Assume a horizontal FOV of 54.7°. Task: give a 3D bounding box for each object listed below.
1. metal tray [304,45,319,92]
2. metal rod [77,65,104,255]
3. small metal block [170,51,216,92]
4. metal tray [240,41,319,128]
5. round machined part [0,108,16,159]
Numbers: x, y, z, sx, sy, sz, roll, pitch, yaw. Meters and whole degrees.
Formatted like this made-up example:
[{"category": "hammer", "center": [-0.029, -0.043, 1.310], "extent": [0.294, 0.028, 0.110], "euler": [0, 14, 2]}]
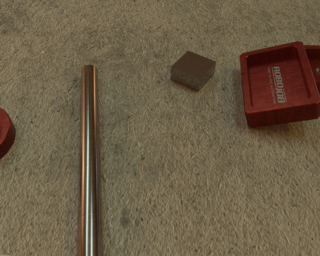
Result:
[{"category": "metal tray", "center": [0.281, -0.088, 0.477], "extent": [0.131, 0.030, 0.090], "euler": [2, 50, 1]}, {"category": "metal rod", "center": [-0.086, 0.026, 0.379], "extent": [0.025, 0.025, 0.300], "euler": [-6, 50, -6]}, {"category": "small metal block", "center": [0.051, -0.088, 0.478], "extent": [0.050, 0.025, 0.050], "euler": [28, 55, 21]}, {"category": "metal tray", "center": [0.164, -0.064, 0.436], "extent": [0.090, 0.030, 0.130], "euler": [-9, 47, 19]}, {"category": "round machined part", "center": [-0.238, 0.004, 0.385], "extent": [0.099, 0.042, 0.098], "euler": [0, 50, 0]}]
